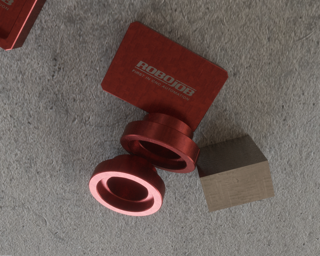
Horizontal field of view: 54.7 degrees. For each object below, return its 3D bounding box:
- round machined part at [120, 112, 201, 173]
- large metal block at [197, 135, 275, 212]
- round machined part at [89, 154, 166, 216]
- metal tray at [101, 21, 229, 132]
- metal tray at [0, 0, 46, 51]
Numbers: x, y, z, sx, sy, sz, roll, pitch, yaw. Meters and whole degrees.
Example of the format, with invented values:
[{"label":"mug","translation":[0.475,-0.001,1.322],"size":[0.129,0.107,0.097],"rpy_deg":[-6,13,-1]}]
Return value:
[{"label":"round machined part","translation":[0.004,0.016,0.388],"size":[0.098,0.098,0.042],"rpy_deg":[26,66,-10]},{"label":"large metal block","translation":[0.092,0.056,0.402],"size":[0.080,0.080,0.050],"rpy_deg":[-15,110,5]},{"label":"round machined part","translation":[-0.041,0.072,0.414],"size":[0.098,0.042,0.097],"rpy_deg":[8,134,9]},{"label":"metal tray","translation":[0.005,-0.062,0.385],"size":[0.131,0.030,0.089],"rpy_deg":[27,108,-10]},{"label":"metal tray","translation":[-0.202,-0.160,0.345],"size":[0.130,0.030,0.090],"rpy_deg":[32,107,-12]}]
